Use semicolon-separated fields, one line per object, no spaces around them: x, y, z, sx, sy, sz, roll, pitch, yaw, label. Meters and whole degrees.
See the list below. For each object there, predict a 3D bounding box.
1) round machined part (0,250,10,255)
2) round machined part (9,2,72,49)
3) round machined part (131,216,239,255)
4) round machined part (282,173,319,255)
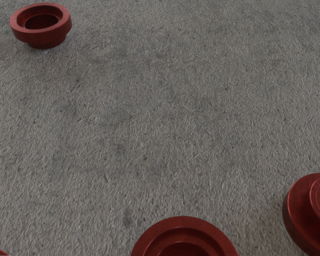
-0.159;0.155;0.260;0.099;0.042;0.098;0;50;0;round machined part
-0.202;-0.174;0.537;0.099;0.042;0.098;0;50;0;round machined part
0.022;0.134;0.279;0.099;0.042;0.098;0;50;0;round machined part
0.183;0.088;0.320;0.099;0.042;0.098;0;50;0;round machined part
